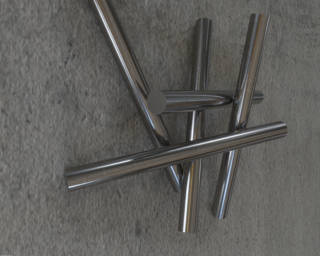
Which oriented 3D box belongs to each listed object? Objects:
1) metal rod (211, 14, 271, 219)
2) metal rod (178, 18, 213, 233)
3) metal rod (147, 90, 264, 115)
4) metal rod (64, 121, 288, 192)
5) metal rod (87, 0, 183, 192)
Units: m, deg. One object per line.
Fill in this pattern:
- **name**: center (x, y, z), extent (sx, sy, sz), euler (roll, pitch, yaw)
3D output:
- **metal rod**: center (0.111, -0.004, 0.442), extent (0.025, 0.025, 0.298), euler (-9, 114, -40)
- **metal rod**: center (0.050, -0.013, 0.427), extent (0.025, 0.025, 0.299), euler (17, 72, -39)
- **metal rod**: center (0.085, -0.040, 0.433), extent (0.302, 0.025, 0.025), euler (-9, 97, -54)
- **metal rod**: center (0.038, 0.029, 0.385), extent (0.303, 0.025, 0.025), euler (-11, 98, -23)
- **metal rod**: center (-0.026, -0.047, 0.384), extent (0.025, 0.025, 0.299), euler (-37, 113, -34)
